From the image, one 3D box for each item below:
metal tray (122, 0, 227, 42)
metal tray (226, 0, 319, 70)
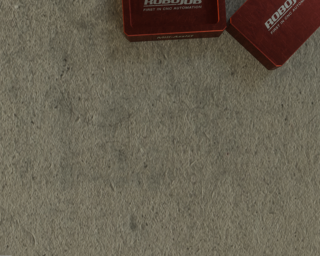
[{"bbox_3d":[0.017,-0.165,0.407,0.131,0.030,0.089,-3,90,0],"label":"metal tray"},{"bbox_3d":[0.164,-0.153,0.408,0.090,0.030,0.130,44,90,0],"label":"metal tray"}]
